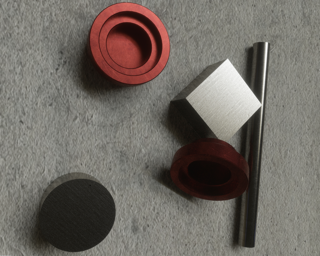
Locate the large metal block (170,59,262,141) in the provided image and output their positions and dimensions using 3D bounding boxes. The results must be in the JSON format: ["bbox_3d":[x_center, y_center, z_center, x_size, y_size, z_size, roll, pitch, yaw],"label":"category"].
[{"bbox_3d":[0.076,-0.034,0.424,0.080,0.050,0.080,-44,104,-15],"label":"large metal block"}]

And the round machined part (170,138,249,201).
[{"bbox_3d":[0.065,0.050,0.404,0.098,0.098,0.042,34,46,-17],"label":"round machined part"}]

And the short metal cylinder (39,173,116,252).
[{"bbox_3d":[-0.097,0.095,0.360,0.081,0.050,0.079,0,90,-20],"label":"short metal cylinder"}]

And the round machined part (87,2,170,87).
[{"bbox_3d":[-0.041,-0.100,0.385,0.099,0.042,0.097,0,90,-20],"label":"round machined part"}]

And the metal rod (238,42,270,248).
[{"bbox_3d":[0.140,0.023,0.460,0.025,0.025,0.298,6,88,-20],"label":"metal rod"}]
